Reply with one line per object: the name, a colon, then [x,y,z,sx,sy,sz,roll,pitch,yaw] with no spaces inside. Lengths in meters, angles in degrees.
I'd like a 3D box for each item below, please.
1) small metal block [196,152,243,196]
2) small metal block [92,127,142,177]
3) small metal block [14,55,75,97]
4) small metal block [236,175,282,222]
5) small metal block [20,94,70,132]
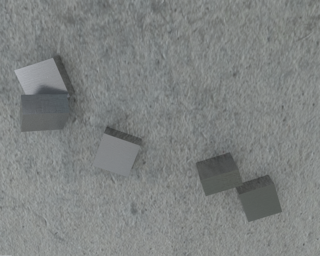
small metal block: [0.079,0.062,0.420,0.050,0.050,0.025,-18,109,6]
small metal block: [-0.058,0.032,0.421,0.050,0.025,0.050,20,109,-8]
small metal block: [-0.142,-0.058,0.387,0.050,0.025,0.050,-17,109,5]
small metal block: [0.143,0.102,0.450,0.050,0.025,0.050,-20,109,6]
small metal block: [-0.142,-0.018,0.377,0.050,0.050,0.025,-4,68,-28]
